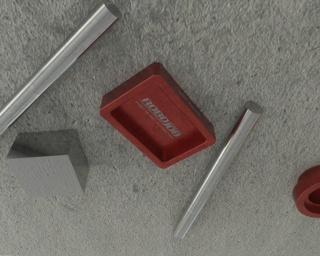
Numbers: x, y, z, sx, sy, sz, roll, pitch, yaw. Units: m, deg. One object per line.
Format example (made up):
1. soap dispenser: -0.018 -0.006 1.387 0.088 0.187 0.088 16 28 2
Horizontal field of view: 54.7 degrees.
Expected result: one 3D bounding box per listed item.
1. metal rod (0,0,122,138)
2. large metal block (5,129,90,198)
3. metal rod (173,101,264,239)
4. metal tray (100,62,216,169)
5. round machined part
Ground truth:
1. metal rod: -0.157 -0.040 0.370 0.299 0.025 0.025 -35 122 26
2. large metal block: -0.151 0.050 0.431 0.080 0.050 0.080 -4 130 3
3. metal rod: 0.077 0.084 0.479 0.025 0.025 0.298 12 129 -11
4. metal tray: 0.000 -0.009 0.395 0.090 0.030 0.130 -30 125 22
5. round machined part: 0.256 0.094 0.480 0.099 0.042 0.097 -1 130 0
